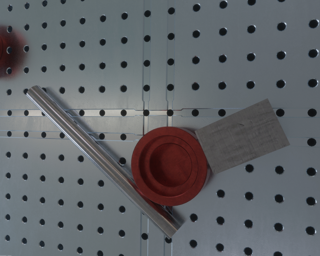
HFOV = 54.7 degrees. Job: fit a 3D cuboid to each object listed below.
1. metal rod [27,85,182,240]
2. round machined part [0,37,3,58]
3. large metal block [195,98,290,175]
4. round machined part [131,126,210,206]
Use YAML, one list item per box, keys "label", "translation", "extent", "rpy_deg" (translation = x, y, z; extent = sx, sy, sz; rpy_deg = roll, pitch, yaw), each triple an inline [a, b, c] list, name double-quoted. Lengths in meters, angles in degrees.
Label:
- label: "metal rod"
  translation: [-0.088, 0.040, 0.443]
  extent: [0.300, 0.025, 0.025]
  rpy_deg: [42, 103, 15]
- label: "round machined part"
  translation: [-0.302, -0.135, 0.510]
  extent: [0.098, 0.042, 0.097]
  rpy_deg: [0, 90, 20]
- label: "large metal block"
  translation: [0.095, 0.009, 0.350]
  extent: [0.080, 0.080, 0.050]
  rpy_deg: [-25, 82, 18]
- label: "round machined part"
  translation: [0.016, 0.047, 0.398]
  extent: [0.098, 0.042, 0.097]
  rpy_deg: [0, 90, 20]
